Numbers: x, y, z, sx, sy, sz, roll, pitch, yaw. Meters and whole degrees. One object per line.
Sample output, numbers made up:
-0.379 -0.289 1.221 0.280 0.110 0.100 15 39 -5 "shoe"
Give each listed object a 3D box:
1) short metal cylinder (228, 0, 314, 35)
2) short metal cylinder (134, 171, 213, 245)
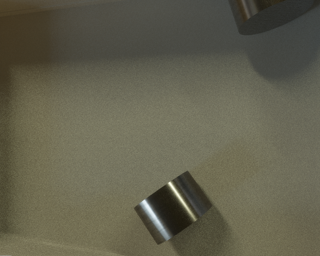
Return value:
0.118 -0.144 0.340 0.080 0.080 0.050 -18 84 19 "short metal cylinder"
0.016 0.095 0.375 0.080 0.080 0.050 -38 78 16 "short metal cylinder"
